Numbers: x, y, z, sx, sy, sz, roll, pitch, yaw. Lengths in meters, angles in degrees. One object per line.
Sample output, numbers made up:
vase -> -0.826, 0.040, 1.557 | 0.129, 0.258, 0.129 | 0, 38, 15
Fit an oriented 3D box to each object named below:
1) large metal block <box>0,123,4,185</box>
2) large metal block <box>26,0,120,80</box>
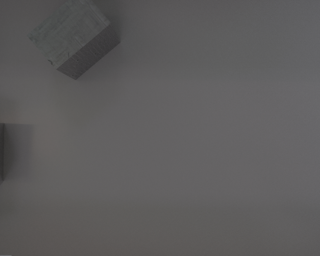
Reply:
large metal block -> -0.242, 0.033, 0.385 | 0.081, 0.050, 0.080 | 1, 90, -20
large metal block -> -0.101, -0.110, 0.383 | 0.080, 0.080, 0.050 | -40, 90, 0
